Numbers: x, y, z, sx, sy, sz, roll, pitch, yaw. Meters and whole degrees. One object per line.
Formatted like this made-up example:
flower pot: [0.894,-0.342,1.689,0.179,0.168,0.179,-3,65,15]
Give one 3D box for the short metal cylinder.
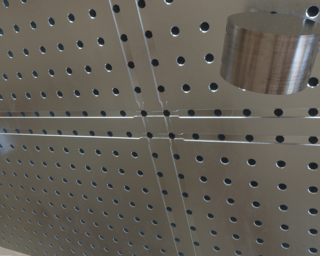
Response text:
short metal cylinder: [0.098,-0.070,0.280,0.080,0.080,0.050,15,125,19]
